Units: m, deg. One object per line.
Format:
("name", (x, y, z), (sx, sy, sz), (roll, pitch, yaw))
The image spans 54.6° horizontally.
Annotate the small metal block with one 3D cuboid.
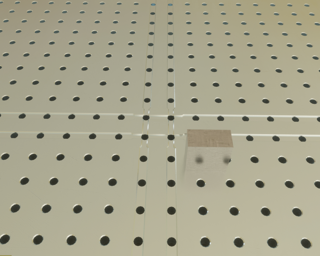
("small metal block", (0.056, 0.027, 0.369), (0.050, 0.050, 0.025), (1, 50, 1))
